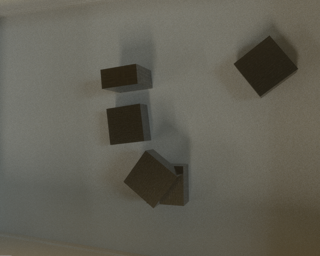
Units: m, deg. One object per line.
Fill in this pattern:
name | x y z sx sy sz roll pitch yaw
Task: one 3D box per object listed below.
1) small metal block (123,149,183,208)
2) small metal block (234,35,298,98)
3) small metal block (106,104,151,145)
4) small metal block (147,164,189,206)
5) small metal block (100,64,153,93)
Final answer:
small metal block | -0.008 0.062 0.387 0.050 0.025 0.050 38 102 16
small metal block | 0.124 -0.071 0.366 0.050 0.025 0.050 -38 78 16
small metal block | -0.043 -0.005 0.426 0.050 0.025 0.050 -7 88 19
small metal block | 0.010 0.073 0.407 0.050 0.025 0.050 -1 90 20
small metal block | -0.043 -0.065 0.412 0.050 0.050 0.025 -5 88 20
